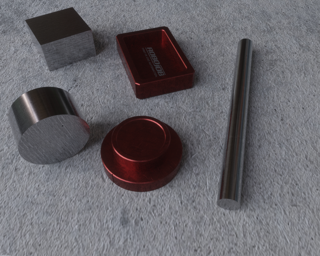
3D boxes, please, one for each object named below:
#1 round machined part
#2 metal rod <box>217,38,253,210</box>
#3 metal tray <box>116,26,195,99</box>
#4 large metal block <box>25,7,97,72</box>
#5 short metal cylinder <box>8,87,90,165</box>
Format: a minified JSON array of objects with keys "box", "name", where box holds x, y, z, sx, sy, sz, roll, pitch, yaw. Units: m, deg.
[{"box":[-0.022,0.023,0.372,0.099,0.042,0.098,0,50,0],"name":"round machined part"},{"box":[0.109,-0.029,0.428,0.025,0.025,0.300,11,51,8],"name":"metal rod"},{"box":[-0.011,-0.107,0.489,0.091,0.030,0.130,-14,52,-12],"name":"metal tray"},{"box":[-0.162,-0.148,0.509,0.081,0.050,0.080,-25,55,-20],"name":"large metal block"},{"box":[-0.131,-0.002,0.367,0.081,0.080,0.050,-23,54,-18],"name":"short metal cylinder"}]
